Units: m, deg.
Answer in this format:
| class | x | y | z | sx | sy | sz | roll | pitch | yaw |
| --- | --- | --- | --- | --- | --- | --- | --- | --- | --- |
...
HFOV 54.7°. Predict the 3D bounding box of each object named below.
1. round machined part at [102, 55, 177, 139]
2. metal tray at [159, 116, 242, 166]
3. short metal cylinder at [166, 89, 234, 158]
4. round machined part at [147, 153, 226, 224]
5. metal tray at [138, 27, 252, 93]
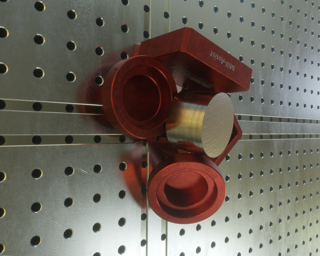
| class | x | y | z | sx | sy | sz | roll | pitch | yaw |
| --- | --- | --- | --- | --- | --- | --- | --- | --- | --- |
| round machined part | -0.028 | -0.036 | 0.377 | 0.099 | 0.042 | 0.097 | 0 | 90 | -40 |
| metal tray | 0.066 | 0.013 | 0.463 | 0.131 | 0.030 | 0.090 | -44 | 117 | -31 |
| short metal cylinder | 0.052 | -0.007 | 0.390 | 0.081 | 0.050 | 0.079 | -17 | 112 | -49 |
| round machined part | 0.033 | 0.074 | 0.405 | 0.099 | 0.042 | 0.097 | -1 | 115 | -2 |
| metal tray | 0.047 | -0.081 | 0.408 | 0.131 | 0.090 | 0.030 | 19 | 78 | -39 |
